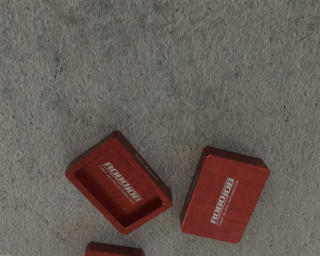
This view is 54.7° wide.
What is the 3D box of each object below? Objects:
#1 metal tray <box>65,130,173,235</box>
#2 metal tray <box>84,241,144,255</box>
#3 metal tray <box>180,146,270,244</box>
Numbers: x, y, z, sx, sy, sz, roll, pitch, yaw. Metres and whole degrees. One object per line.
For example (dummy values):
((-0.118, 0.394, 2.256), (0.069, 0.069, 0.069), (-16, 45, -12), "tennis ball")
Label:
((-0.055, 0.079, 0.435), (0.090, 0.030, 0.130), (-35, 107, 12), "metal tray")
((-0.079, 0.249, 0.475), (0.091, 0.030, 0.129), (11, 92, -7), "metal tray")
((0.089, 0.098, 0.444), (0.091, 0.030, 0.129), (14, 110, -6), "metal tray")
